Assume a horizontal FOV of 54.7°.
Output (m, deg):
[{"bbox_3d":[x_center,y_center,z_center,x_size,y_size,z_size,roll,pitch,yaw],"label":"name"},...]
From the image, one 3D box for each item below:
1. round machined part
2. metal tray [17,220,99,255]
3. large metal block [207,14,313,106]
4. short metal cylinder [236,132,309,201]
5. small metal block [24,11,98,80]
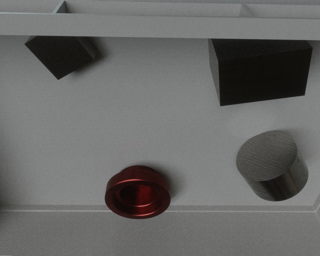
[{"bbox_3d":[-0.033,0.095,0.479,0.099,0.042,0.097,-1,130,0],"label":"round machined part"},{"bbox_3d":[-0.189,0.214,0.588,0.131,0.030,0.089,0,130,-1],"label":"metal tray"},{"bbox_3d":[0.095,-0.071,0.314,0.080,0.080,0.050,-7,130,5],"label":"large metal block"},{"bbox_3d":[0.151,0.051,0.419,0.080,0.080,0.050,-26,126,20],"label":"short metal cylinder"},{"bbox_3d":[-0.105,-0.087,0.333,0.050,0.025,0.050,-24,126,19],"label":"small metal block"}]
